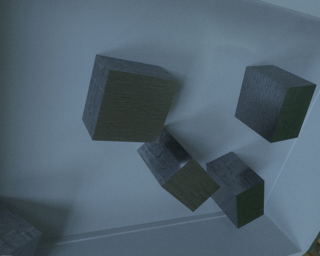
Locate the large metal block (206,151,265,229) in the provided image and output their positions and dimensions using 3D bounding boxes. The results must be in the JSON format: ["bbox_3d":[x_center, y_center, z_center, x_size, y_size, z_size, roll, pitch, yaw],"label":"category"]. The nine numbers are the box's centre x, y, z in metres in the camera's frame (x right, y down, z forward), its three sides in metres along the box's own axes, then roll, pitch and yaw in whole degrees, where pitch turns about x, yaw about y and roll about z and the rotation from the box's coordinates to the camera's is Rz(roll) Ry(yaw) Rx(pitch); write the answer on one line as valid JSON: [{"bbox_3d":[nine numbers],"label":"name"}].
[{"bbox_3d":[0.121,0.099,0.500,0.050,0.080,0.080,-24,127,-14],"label":"large metal block"}]

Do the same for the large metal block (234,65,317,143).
[{"bbox_3d":[0.158,-0.037,0.436,0.050,0.080,0.079,-9,122,-24],"label":"large metal block"}]

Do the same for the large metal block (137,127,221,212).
[{"bbox_3d":[0.025,0.055,0.420,0.050,0.080,0.080,-43,129,1],"label":"large metal block"}]

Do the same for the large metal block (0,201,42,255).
[{"bbox_3d":[-0.190,0.136,0.344,0.079,0.080,0.050,-65,164,18],"label":"large metal block"}]

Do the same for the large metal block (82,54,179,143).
[{"bbox_3d":[-0.036,-0.031,0.353,0.081,0.050,0.079,4,117,-30],"label":"large metal block"}]
